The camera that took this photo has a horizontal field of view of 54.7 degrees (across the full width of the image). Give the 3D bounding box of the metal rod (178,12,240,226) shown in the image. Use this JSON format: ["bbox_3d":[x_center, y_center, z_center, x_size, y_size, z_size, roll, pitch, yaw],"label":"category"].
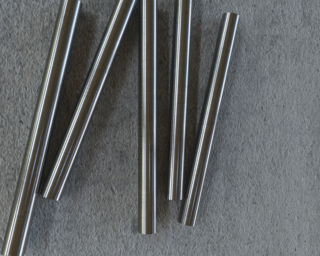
[{"bbox_3d":[0.069,-0.015,0.434,0.025,0.025,0.299,14,85,-20],"label":"metal rod"}]

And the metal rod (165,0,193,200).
[{"bbox_3d":[0.026,-0.055,0.418,0.025,0.025,0.298,3,89,-20],"label":"metal rod"}]

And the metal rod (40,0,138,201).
[{"bbox_3d":[-0.078,-0.059,0.379,0.025,0.025,0.299,22,83,-19],"label":"metal rod"}]

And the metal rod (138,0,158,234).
[{"bbox_3d":[-0.016,-0.015,0.402,0.025,0.025,0.298,0,90,-20],"label":"metal rod"}]

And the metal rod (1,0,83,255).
[{"bbox_3d":[-0.135,-0.005,0.359,0.025,0.025,0.298,13,86,-20],"label":"metal rod"}]
